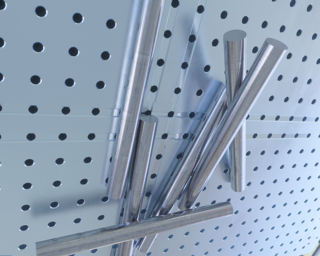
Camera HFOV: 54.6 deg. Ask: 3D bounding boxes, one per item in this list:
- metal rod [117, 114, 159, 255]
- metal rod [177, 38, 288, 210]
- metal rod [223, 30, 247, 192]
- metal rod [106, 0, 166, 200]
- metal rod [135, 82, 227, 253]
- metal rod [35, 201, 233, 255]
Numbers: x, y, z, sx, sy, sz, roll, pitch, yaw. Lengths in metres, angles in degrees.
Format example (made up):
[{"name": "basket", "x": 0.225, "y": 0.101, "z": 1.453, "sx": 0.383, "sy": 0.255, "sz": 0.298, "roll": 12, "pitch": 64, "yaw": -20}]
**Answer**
[{"name": "metal rod", "x": -0.040, "y": 0.118, "z": 0.461, "sx": 0.025, "sy": 0.025, "sz": 0.298, "roll": -3, "pitch": 120, "yaw": -27}, {"name": "metal rod", "x": 0.082, "y": 0.020, "z": 0.419, "sx": 0.025, "sy": 0.025, "sz": 0.298, "roll": -3, "pitch": 135, "yaw": -27}, {"name": "metal rod", "x": 0.110, "y": 0.001, "z": 0.445, "sx": 0.025, "sy": 0.025, "sz": 0.299, "roll": -27, "pitch": 136, "yaw": -11}, {"name": "metal rod", "x": -0.030, "y": -0.040, "z": 0.369, "sx": 0.025, "sy": 0.025, "sz": 0.298, "roll": -1, "pitch": 119, "yaw": -28}, {"name": "metal rod", "x": 0.034, "y": 0.071, "z": 0.472, "sx": 0.025, "sy": 0.025, "sz": 0.298, "roll": 14, "pitch": 111, "yaw": -34}, {"name": "metal rod", "x": -0.020, "y": 0.146, "z": 0.455, "sx": 0.302, "sy": 0.025, "sz": 0.025, "roll": -4, "pitch": 120, "yaw": -26}]
